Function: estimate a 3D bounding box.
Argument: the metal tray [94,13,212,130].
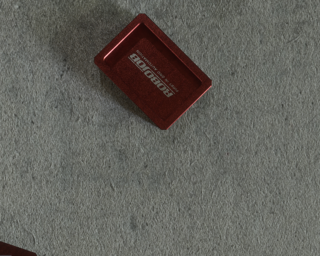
[{"bbox_3d":[-0.009,-0.071,0.407,0.090,0.030,0.130,-45,90,0],"label":"metal tray"}]

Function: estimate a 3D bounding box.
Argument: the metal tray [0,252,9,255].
[{"bbox_3d":[-0.215,0.163,0.354,0.090,0.130,0.030,26,73,0],"label":"metal tray"}]

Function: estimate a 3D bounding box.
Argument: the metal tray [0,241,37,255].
[{"bbox_3d":[-0.218,0.207,0.390,0.090,0.030,0.129,20,103,-2],"label":"metal tray"}]
